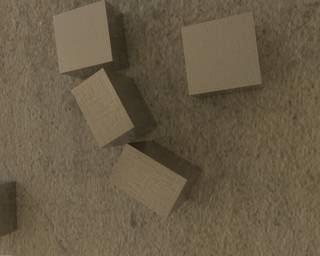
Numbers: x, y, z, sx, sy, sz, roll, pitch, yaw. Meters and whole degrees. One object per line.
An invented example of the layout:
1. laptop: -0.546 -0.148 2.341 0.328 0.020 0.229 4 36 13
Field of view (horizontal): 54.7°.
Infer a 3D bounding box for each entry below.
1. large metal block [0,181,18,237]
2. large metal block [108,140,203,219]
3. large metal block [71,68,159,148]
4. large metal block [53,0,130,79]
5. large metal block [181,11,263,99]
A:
1. large metal block: -0.279 0.128 0.492 0.080 0.050 0.079 -3 89 19
2. large metal block: -0.002 0.058 0.380 0.080 0.080 0.050 30 100 17
3. large metal block: -0.054 -0.024 0.398 0.050 0.080 0.080 -31 80 17
4. large metal block: -0.094 -0.118 0.428 0.080 0.050 0.080 -9 87 19
5. large metal block: 0.075 -0.082 0.369 0.080 0.050 0.080 -7 88 19
